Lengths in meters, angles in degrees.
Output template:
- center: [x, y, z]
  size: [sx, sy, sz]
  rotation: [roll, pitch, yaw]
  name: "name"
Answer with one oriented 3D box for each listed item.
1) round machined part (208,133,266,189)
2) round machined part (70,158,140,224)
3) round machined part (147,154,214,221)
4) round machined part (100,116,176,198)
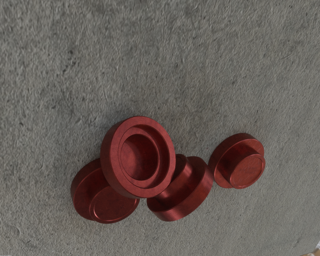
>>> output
- center: [0.131, 0.060, 0.504]
  size: [0.099, 0.042, 0.097]
  rotation: [-14, 124, -21]
  name: "round machined part"
- center: [-0.066, 0.089, 0.415]
  size: [0.099, 0.042, 0.097]
  rotation: [-14, 124, -21]
  name: "round machined part"
- center: [0.020, 0.073, 0.420]
  size: [0.098, 0.098, 0.042]
  rotation: [-40, 110, -1]
  name: "round machined part"
- center: [-0.031, 0.037, 0.380]
  size: [0.099, 0.042, 0.098]
  rotation: [13, 70, -39]
  name: "round machined part"
